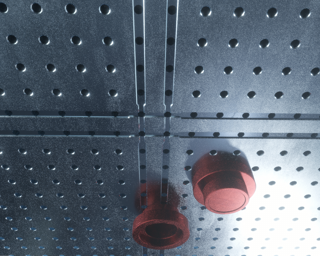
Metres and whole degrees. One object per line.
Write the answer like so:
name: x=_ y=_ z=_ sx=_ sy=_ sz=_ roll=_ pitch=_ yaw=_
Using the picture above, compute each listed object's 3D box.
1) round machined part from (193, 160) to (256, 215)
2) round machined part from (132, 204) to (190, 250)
round machined part: x=0.101 y=0.099 z=0.487 sx=0.099 sy=0.042 sz=0.097 roll=-1 pitch=130 yaw=0
round machined part: x=0.002 y=0.171 z=0.546 sx=0.099 sy=0.042 sz=0.097 roll=-1 pitch=130 yaw=0
